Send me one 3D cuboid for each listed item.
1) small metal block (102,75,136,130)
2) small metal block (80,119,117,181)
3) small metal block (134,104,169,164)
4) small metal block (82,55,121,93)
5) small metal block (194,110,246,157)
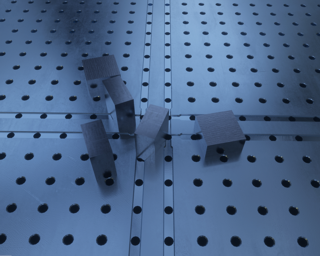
[{"bbox_3d":[-0.055,-0.034,0.419,0.025,0.050,0.050,-20,53,-16],"label":"small metal block"},{"bbox_3d":[-0.073,0.027,0.368,0.025,0.050,0.050,-16,52,-13],"label":"small metal block"},{"bbox_3d":[-0.009,0.007,0.385,0.025,0.050,0.050,16,52,12],"label":"small metal block"},{"bbox_3d":[-0.090,-0.084,0.477,0.050,0.025,0.050,-13,51,-11],"label":"small metal block"},{"bbox_3d":[0.076,0.007,0.403,0.050,0.025,0.050,-9,51,-8],"label":"small metal block"}]
